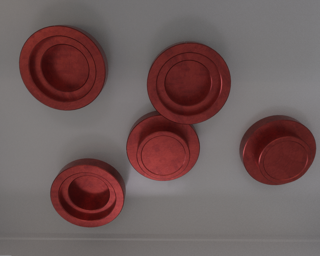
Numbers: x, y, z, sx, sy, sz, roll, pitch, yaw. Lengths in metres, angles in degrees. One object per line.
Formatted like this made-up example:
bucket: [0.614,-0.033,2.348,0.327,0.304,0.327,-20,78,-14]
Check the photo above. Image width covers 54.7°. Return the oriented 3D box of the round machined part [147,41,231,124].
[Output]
round machined part: [0.034,-0.057,0.381,0.099,0.042,0.097,0,110,0]

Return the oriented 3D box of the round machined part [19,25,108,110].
round machined part: [-0.112,-0.074,0.374,0.099,0.042,0.097,0,110,0]

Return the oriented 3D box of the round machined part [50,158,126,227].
round machined part: [-0.097,0.086,0.433,0.099,0.042,0.097,0,110,0]

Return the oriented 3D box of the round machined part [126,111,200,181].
round machined part: [0.004,0.029,0.413,0.099,0.042,0.097,0,110,0]

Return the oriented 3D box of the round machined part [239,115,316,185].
round machined part: [0.161,0.035,0.416,0.099,0.042,0.097,0,110,0]
